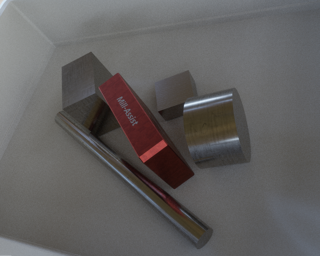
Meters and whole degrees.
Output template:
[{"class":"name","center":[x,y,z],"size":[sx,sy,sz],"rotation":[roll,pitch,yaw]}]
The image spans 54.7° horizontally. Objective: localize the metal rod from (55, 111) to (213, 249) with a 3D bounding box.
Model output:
[{"class":"metal rod","center":[-0.055,0.048,0.402],"size":[0.300,0.025,0.025],"rotation":[32,80,37]}]

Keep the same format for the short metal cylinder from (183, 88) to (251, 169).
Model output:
[{"class":"short metal cylinder","center":[0.063,0.001,0.334],"size":[0.050,0.080,0.080],"rotation":[-11,57,23]}]

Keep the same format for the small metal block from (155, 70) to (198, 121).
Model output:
[{"class":"small metal block","center":[0.023,-0.044,0.416],"size":[0.050,0.025,0.050],"rotation":[-18,55,17]}]

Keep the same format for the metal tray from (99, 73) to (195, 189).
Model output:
[{"class":"metal tray","center":[-0.017,0.002,0.367],"size":[0.030,0.090,0.130],"rotation":[-37,51,3]}]

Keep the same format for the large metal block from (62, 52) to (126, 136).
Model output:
[{"class":"large metal block","center":[-0.094,-0.047,0.444],"size":[0.050,0.080,0.080],"rotation":[-24,53,14]}]
